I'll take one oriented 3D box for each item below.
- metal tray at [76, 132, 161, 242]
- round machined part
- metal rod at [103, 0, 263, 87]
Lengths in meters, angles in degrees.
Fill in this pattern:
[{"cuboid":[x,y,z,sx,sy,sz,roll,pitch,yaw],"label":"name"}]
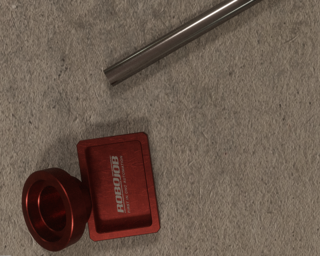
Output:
[{"cuboid":[-0.053,0.074,0.406,0.091,0.030,0.129,-8,90,-1],"label":"metal tray"},{"cuboid":[-0.124,0.097,0.385,0.098,0.042,0.097,4,97,34],"label":"round machined part"},{"cuboid":[0.062,-0.141,0.410,0.301,0.025,0.025,-30,90,-1],"label":"metal rod"}]
